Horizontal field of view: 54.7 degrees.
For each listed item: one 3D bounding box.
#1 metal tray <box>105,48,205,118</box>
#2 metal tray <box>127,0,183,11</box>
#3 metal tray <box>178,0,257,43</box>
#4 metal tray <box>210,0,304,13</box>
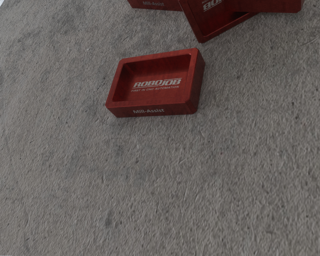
[{"bbox_3d":[-0.007,-0.063,0.442,0.130,0.030,0.090,-2,61,27],"label":"metal tray"},{"bbox_3d":[0.010,-0.255,0.552,0.130,0.030,0.090,19,72,35],"label":"metal tray"},{"bbox_3d":[0.094,-0.185,0.425,0.130,0.090,0.030,-27,53,11],"label":"metal tray"},{"bbox_3d":[0.118,-0.197,0.402,0.130,0.090,0.030,14,65,30],"label":"metal tray"}]
